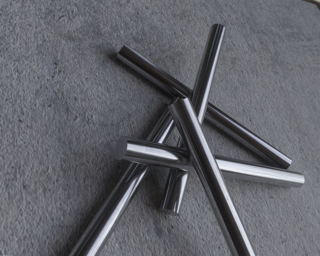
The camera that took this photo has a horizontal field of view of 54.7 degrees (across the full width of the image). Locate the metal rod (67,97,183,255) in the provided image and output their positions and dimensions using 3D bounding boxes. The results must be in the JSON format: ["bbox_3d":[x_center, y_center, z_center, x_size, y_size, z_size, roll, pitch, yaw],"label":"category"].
[{"bbox_3d":[-0.036,0.064,0.346,0.025,0.025,0.301,37,51,-4],"label":"metal rod"}]

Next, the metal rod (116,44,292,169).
[{"bbox_3d":[0.069,-0.027,0.458,0.301,0.025,0.025,34,51,-7],"label":"metal rod"}]

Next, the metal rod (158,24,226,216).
[{"bbox_3d":[0.051,-0.030,0.422,0.025,0.025,0.300,25,61,-13],"label":"metal rod"}]

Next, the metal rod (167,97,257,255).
[{"bbox_3d":[0.079,0.109,0.332,0.025,0.025,0.299,-23,90,-36],"label":"metal rod"}]

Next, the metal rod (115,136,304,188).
[{"bbox_3d":[0.085,0.049,0.389,0.302,0.025,0.025,13,56,-33],"label":"metal rod"}]
